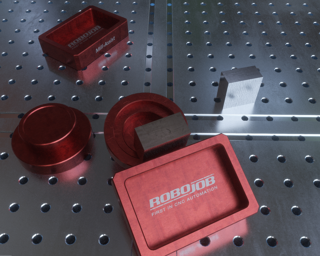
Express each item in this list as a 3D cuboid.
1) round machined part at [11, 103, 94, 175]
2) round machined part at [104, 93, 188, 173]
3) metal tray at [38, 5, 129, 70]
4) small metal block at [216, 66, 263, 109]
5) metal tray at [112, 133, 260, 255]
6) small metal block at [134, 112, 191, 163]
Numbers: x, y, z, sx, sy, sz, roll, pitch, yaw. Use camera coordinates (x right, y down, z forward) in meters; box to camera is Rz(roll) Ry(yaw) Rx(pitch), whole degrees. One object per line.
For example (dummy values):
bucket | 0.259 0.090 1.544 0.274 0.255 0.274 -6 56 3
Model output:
round machined part | -0.136 0.006 0.390 0.099 0.042 0.098 0 50 0
round machined part | -0.017 0.009 0.378 0.099 0.042 0.098 2 65 -5
metal tray | -0.129 -0.161 0.538 0.090 0.030 0.131 28 55 21
small metal block | 0.112 -0.057 0.440 0.050 0.050 0.025 -12 51 -10
metal tray | 0.026 0.069 0.322 0.131 0.030 0.090 -19 79 -16
small metal block | 0.001 0.012 0.328 0.050 0.050 0.025 -20 70 -14
